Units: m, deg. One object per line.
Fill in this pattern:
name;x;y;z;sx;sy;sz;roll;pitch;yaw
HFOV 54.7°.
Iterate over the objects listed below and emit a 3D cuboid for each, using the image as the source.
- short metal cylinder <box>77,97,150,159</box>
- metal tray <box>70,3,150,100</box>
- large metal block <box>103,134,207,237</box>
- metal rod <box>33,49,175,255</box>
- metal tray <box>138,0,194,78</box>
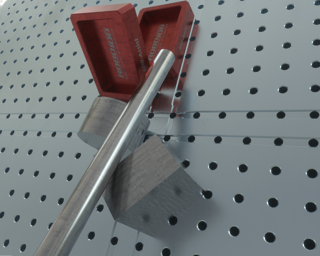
short metal cylinder;-0.059;0.002;0.403;0.080;0.080;0.050;9;66;32
metal tray;-0.064;-0.103;0.437;0.090;0.129;0.030;9;41;32
large metal block;-0.007;0.065;0.337;0.080;0.080;0.050;-39;51;1
metal rod;-0.043;0.009;0.334;0.025;0.025;0.301;1;46;28
metal tray;-0.004;-0.139;0.492;0.090;0.030;0.130;2;62;29
